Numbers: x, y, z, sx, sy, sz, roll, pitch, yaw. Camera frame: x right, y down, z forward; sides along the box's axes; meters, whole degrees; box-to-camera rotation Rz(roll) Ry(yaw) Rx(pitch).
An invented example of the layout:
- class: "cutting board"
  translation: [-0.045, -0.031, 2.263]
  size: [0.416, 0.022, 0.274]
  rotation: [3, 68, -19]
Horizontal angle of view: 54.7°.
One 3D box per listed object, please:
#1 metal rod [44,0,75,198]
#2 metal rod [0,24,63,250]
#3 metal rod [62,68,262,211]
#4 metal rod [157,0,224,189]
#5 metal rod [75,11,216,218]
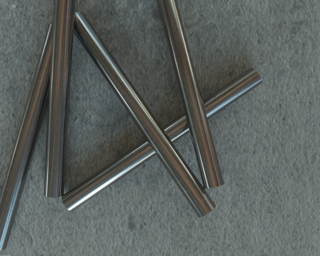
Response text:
- class: "metal rod"
  translation: [-0.127, -0.060, 0.393]
  size: [0.025, 0.025, 0.298]
  rotation: [5, 96, -1]
- class: "metal rod"
  translation: [-0.174, 0.012, 0.407]
  size: [0.025, 0.025, 0.298]
  rotation: [16, 90, -1]
- class: "metal rod"
  translation: [0.003, 0.015, 0.410]
  size: [0.301, 0.025, 0.025]
  rotation: [-34, 90, -1]
- class: "metal rod"
  translation: [0.031, -0.074, 0.392]
  size: [0.025, 0.025, 0.298]
  rotation: [-13, 83, 0]
- class: "metal rod"
  translation: [-0.027, -0.022, 0.389]
  size: [0.025, 0.025, 0.299]
  rotation: [-34, 83, 0]
